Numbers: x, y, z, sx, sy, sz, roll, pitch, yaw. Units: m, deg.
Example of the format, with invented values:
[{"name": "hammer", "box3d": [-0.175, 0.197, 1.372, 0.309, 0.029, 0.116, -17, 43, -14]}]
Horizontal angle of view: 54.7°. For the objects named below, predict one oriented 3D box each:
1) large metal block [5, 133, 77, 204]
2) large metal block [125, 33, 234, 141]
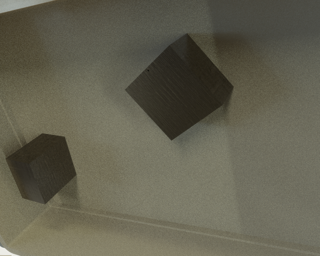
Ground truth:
[{"name": "large metal block", "box3d": [-0.194, 0.066, 0.516, 0.050, 0.080, 0.079, 7, 121, 25]}, {"name": "large metal block", "box3d": [0.022, -0.045, 0.353, 0.080, 0.050, 0.080, 48, 129, -6]}]
